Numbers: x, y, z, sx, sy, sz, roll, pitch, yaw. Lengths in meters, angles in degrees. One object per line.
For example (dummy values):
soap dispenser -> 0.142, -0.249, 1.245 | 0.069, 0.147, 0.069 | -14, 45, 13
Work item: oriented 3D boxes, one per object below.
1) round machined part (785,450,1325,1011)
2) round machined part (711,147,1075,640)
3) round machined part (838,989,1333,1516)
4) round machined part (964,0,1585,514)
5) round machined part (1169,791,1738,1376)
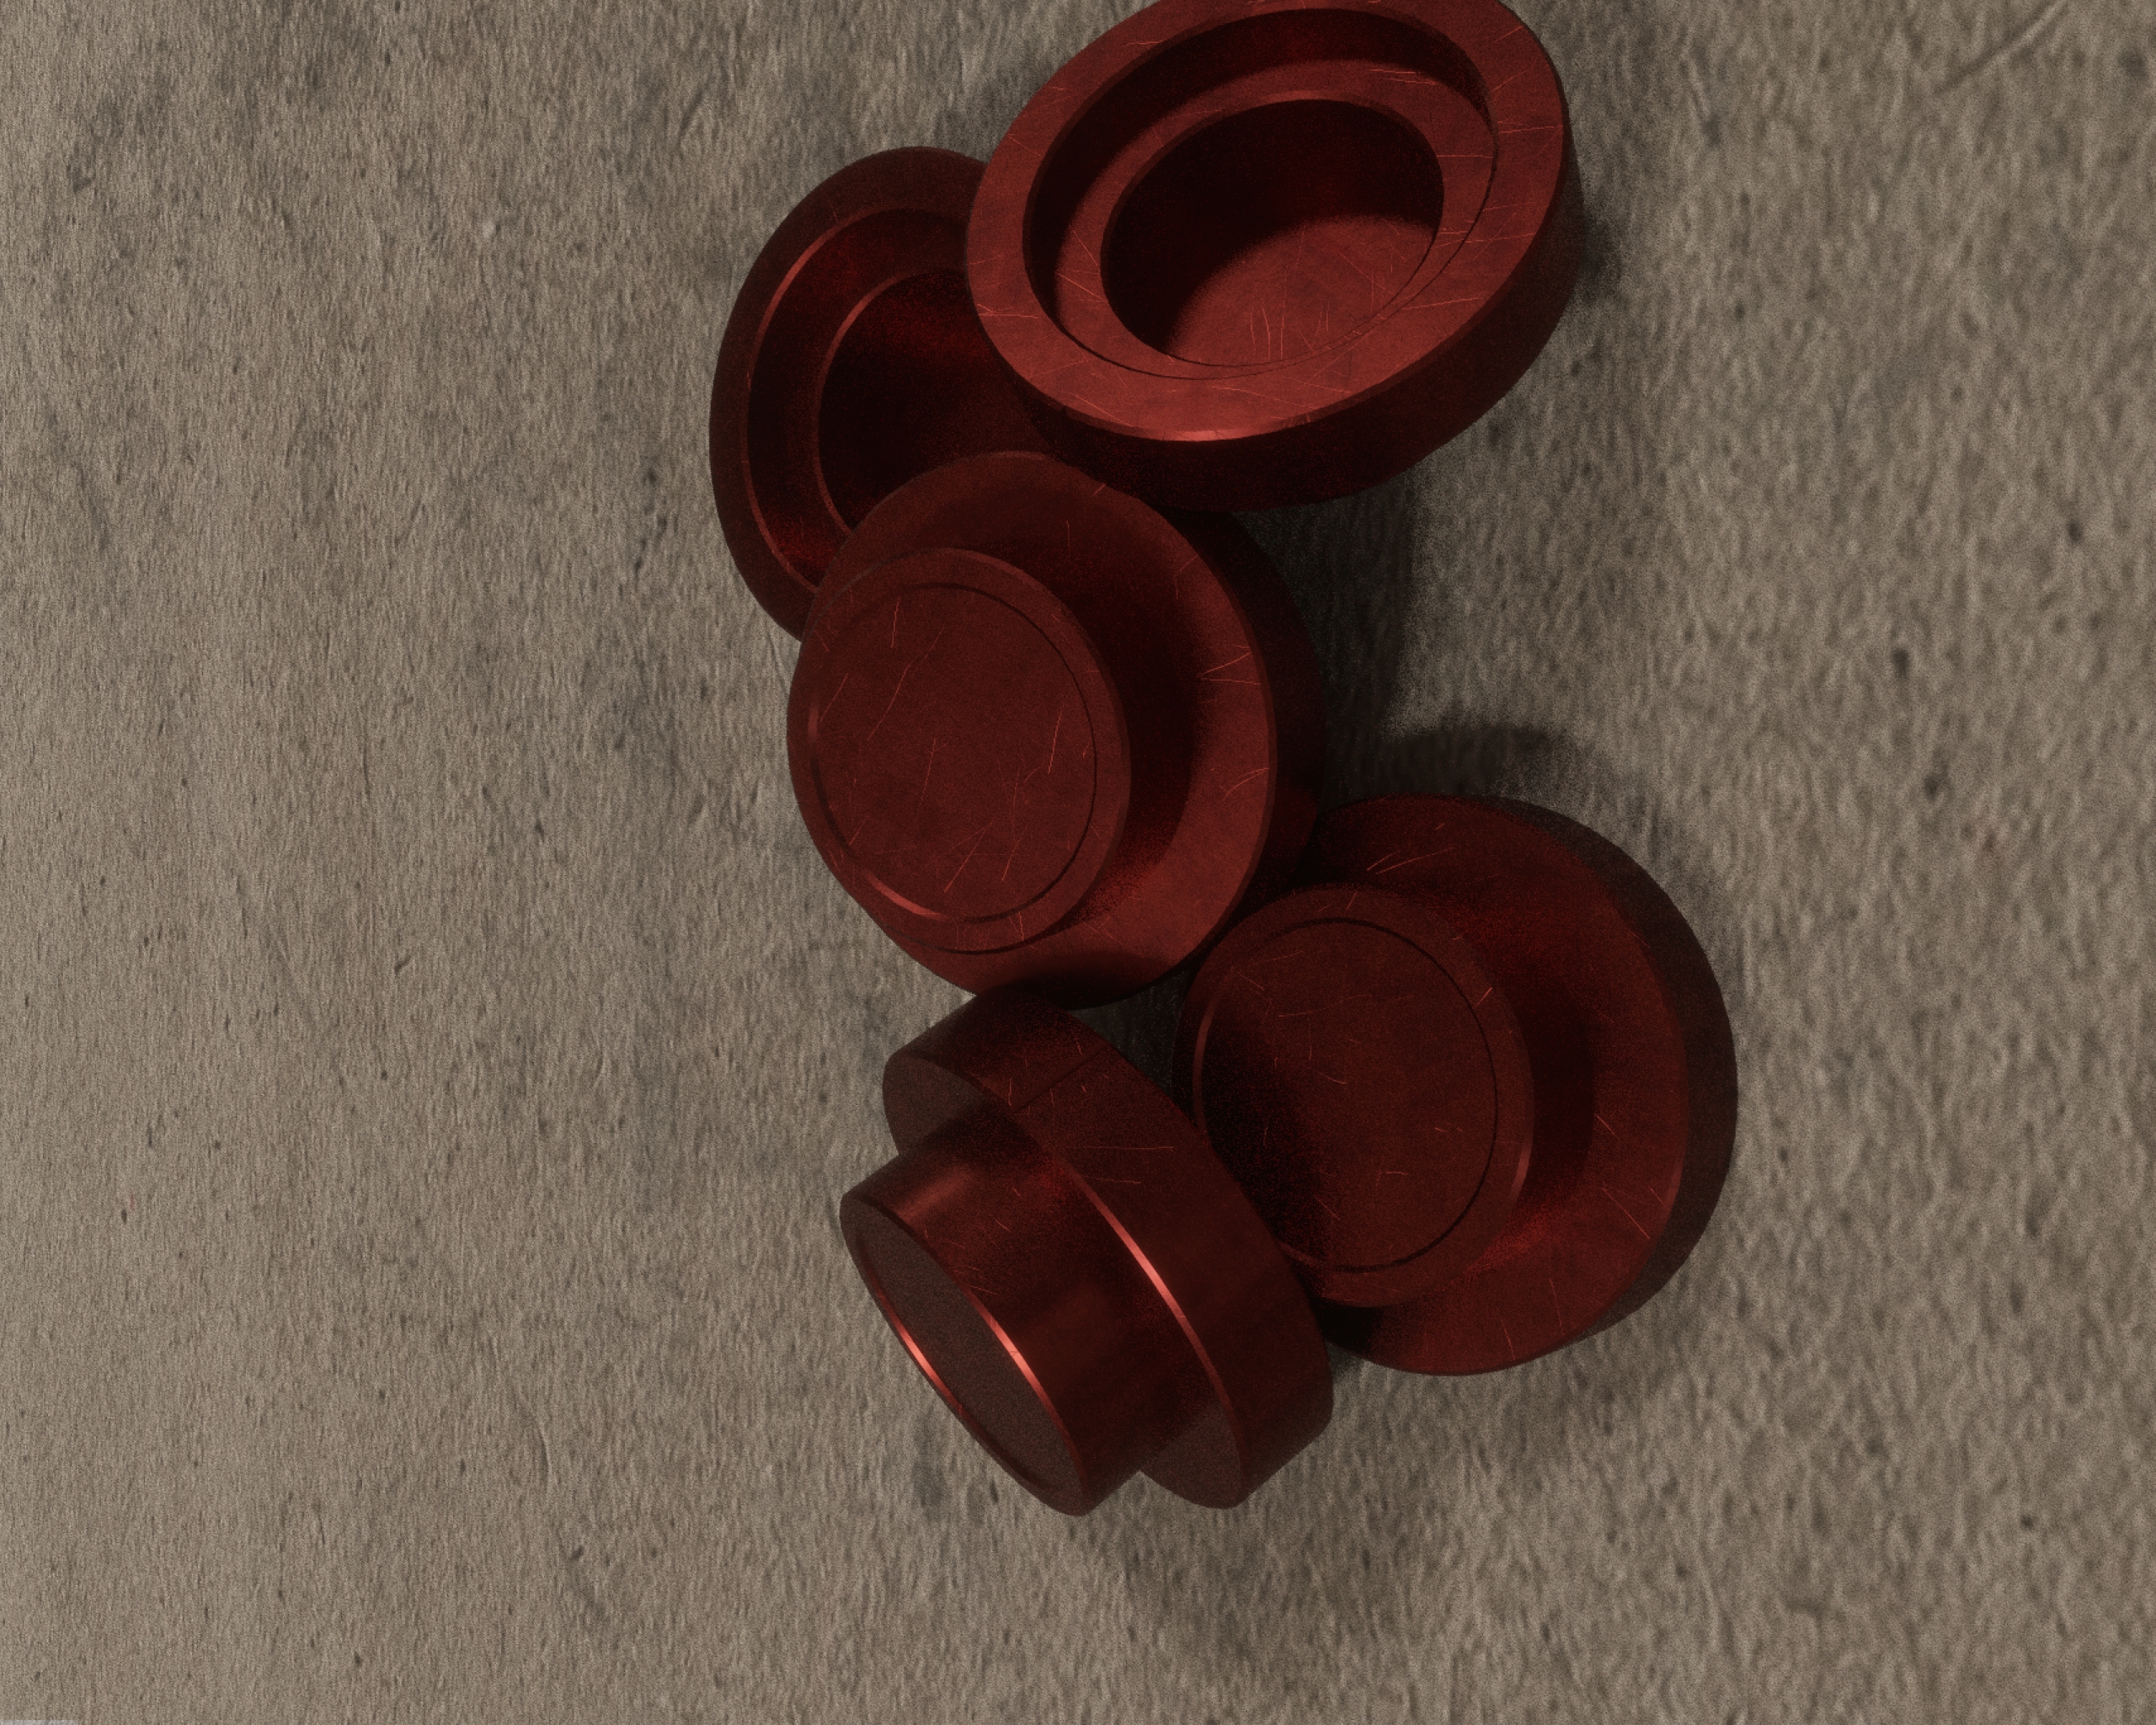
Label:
round machined part -> -0.011, -0.021, 0.359 | 0.098, 0.042, 0.097 | 7, 104, 30
round machined part -> -0.025, -0.087, 0.414 | 0.098, 0.042, 0.097 | 0, 90, 39
round machined part -> -0.005, 0.074, 0.365 | 0.098, 0.042, 0.097 | 43, 154, 27
round machined part -> 0.034, -0.099, 0.347 | 0.098, 0.042, 0.098 | -8, 62, 16
round machined part -> 0.055, 0.037, 0.349 | 0.098, 0.042, 0.097 | 0, 90, 39
